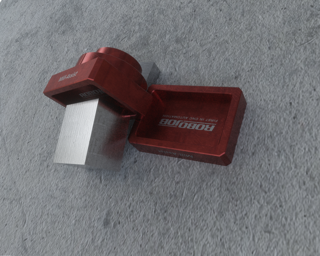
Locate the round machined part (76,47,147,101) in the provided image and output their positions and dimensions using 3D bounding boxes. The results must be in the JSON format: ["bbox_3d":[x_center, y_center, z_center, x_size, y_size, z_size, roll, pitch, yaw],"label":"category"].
[{"bbox_3d":[-0.063,-0.072,0.420,0.098,0.098,0.042,6,65,30],"label":"round machined part"}]

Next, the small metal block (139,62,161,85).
[{"bbox_3d":[-0.033,-0.072,0.466,0.050,0.025,0.050,7,65,31],"label":"small metal block"}]

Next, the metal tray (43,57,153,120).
[{"bbox_3d":[-0.085,-0.043,0.411,0.130,0.090,0.030,-4,59,47],"label":"metal tray"}]

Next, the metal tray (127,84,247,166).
[{"bbox_3d":[0.033,-0.008,0.389,0.130,0.030,0.090,7,65,30],"label":"metal tray"}]

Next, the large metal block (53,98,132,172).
[{"bbox_3d":[-0.089,0.012,0.403,0.080,0.050,0.080,-4,71,46],"label":"large metal block"}]
